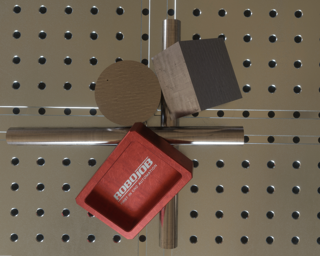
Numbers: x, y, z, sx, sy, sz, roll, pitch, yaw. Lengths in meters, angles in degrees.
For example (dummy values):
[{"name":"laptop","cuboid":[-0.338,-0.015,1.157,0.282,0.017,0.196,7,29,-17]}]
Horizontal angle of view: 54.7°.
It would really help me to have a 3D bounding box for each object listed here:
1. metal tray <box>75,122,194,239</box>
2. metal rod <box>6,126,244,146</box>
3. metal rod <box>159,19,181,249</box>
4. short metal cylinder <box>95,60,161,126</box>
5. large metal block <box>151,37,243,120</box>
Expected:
[{"name":"metal tray","cuboid":[-0.032,0.068,0.385,0.090,0.030,0.129,38,111,-6]},{"name":"metal rod","cuboid":[-0.049,0.011,0.396,0.302,0.025,0.025,0,90,7]},{"name":"metal rod","cuboid":[0.013,0.008,0.413,0.025,0.025,0.298,1,90,0]},{"name":"short metal cylinder","cuboid":[-0.039,-0.043,0.400,0.081,0.050,0.079,0,90,0]},{"name":"large metal block","cuboid":[0.047,-0.061,0.381,0.081,0.050,0.080,-18,90,-40]}]
